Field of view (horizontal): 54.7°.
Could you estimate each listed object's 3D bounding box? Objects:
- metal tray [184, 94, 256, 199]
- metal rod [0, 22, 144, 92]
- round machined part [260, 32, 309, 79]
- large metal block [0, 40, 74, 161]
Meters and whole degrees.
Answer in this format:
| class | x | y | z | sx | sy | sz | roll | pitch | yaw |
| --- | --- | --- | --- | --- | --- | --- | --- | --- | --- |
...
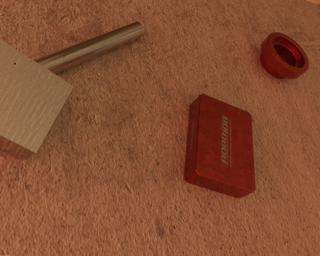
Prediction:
| class | x | y | z | sx | sy | sz | roll | pitch | yaw |
| --- | --- | --- | --- | --- | --- | --- | --- | --- | --- |
| metal tray | 0.084 | 0.023 | 0.432 | 0.091 | 0.030 | 0.130 | 20 | 54 | -17 |
| metal rod | -0.129 | -0.081 | 0.383 | 0.025 | 0.025 | 0.302 | 49 | 51 | 6 |
| round machined part | 0.235 | -0.134 | 0.601 | 0.099 | 0.042 | 0.098 | 14 | 56 | -21 |
| large metal block | -0.146 | -0.025 | 0.304 | 0.080 | 0.050 | 0.080 | 34 | 59 | -26 |
